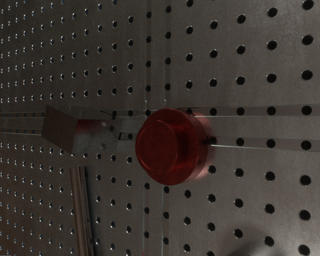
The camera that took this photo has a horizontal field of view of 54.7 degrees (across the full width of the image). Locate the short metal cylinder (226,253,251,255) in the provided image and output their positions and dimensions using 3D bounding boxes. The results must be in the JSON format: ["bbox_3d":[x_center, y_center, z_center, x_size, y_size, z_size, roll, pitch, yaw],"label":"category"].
[{"bbox_3d":[0.080,0.180,0.326,0.080,0.050,0.079,0,90,39],"label":"short metal cylinder"}]

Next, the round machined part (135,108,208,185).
[{"bbox_3d":[0.007,0.024,0.391,0.098,0.042,0.097,0,90,39],"label":"round machined part"}]

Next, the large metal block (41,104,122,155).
[{"bbox_3d":[-0.118,0.000,0.468,0.080,0.081,0.050,21,104,37],"label":"large metal block"}]

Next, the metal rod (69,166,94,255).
[{"bbox_3d":[-0.119,0.213,0.504,0.025,0.025,0.298,-13,82,39],"label":"metal rod"}]
